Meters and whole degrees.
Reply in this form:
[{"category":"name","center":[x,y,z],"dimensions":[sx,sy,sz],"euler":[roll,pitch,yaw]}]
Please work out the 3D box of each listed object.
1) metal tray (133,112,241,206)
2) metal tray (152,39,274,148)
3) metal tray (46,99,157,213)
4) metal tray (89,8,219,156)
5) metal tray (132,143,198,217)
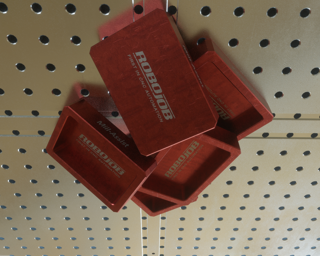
[{"category":"metal tray","center":[0.031,0.046,0.408],"dimensions":[0.091,0.030,0.129],"euler":[23,126,-19]},{"category":"metal tray","center":[0.065,-0.033,0.381],"dimensions":[0.090,0.030,0.130],"euler":[-36,122,26]},{"category":"metal tray","center":[-0.078,0.037,0.398],"dimensions":[0.130,0.030,0.089],"euler":[40,124,6]},{"category":"metal tray","center":[-0.005,-0.045,0.330],"dimensions":[0.090,0.030,0.129],"euler":[-24,96,18]},{"category":"metal tray","center":[-0.011,0.081,0.477],"dimensions":[0.090,0.030,0.130],"euler":[-26,126,20]}]
